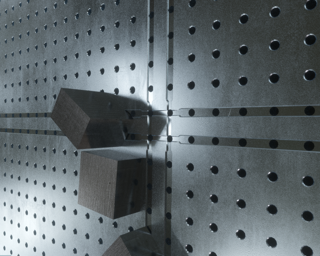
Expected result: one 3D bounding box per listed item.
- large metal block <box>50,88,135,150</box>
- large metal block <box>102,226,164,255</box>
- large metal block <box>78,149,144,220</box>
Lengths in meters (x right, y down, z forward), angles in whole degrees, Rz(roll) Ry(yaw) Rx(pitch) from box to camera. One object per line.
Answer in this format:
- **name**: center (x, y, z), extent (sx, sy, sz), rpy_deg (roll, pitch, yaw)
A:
- **large metal block**: center (-0.099, -0.014, 0.457), extent (0.080, 0.081, 0.050), rpy_deg (41, 115, 32)
- **large metal block**: center (-0.037, 0.197, 0.425), extent (0.080, 0.050, 0.080), rpy_deg (-52, 60, 27)
- **large metal block**: center (-0.073, 0.078, 0.455), extent (0.080, 0.050, 0.080), rpy_deg (8, 95, 40)
